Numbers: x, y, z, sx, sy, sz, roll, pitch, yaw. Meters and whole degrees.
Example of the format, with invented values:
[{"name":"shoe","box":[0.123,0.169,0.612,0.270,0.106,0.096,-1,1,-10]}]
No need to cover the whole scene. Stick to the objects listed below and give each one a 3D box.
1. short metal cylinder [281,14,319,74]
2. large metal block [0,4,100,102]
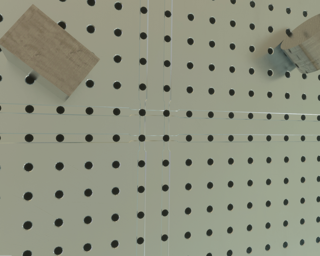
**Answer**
[{"name":"short metal cylinder","box":[0.235,-0.129,0.472,0.050,0.080,0.080,46,76,-15]},{"name":"large metal block","box":[-0.120,-0.075,0.339,0.080,0.080,0.050,39,78,-16]}]
